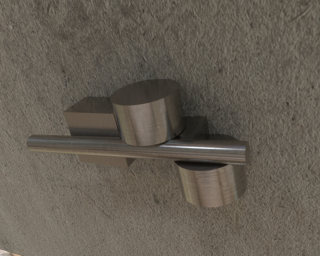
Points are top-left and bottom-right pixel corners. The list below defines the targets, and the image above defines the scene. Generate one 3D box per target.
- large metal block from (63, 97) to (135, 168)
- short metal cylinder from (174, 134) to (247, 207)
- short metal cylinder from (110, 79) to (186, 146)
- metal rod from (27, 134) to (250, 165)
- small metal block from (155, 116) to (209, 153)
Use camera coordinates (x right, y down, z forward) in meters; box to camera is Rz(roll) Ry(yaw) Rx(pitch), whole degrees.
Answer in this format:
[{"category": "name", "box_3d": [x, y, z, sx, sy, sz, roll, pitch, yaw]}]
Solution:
[{"category": "large metal block", "box_3d": [-0.075, 0.004, 0.428, 0.080, 0.050, 0.079, 3, 120, 26]}, {"category": "short metal cylinder", "box_3d": [0.060, 0.048, 0.369, 0.080, 0.080, 0.050, 0, 118, 28]}, {"category": "short metal cylinder", "box_3d": [-0.013, -0.021, 0.367, 0.080, 0.080, 0.050, 2, 120, 27]}, {"category": "metal rod", "box_3d": [-0.046, 0.024, 0.380, 0.301, 0.025, 0.025, 1, 119, 26]}, {"category": "small metal block", "box_3d": [0.028, 0.008, 0.380, 0.050, 0.050, 0.025, 1, 119, 27]}]
